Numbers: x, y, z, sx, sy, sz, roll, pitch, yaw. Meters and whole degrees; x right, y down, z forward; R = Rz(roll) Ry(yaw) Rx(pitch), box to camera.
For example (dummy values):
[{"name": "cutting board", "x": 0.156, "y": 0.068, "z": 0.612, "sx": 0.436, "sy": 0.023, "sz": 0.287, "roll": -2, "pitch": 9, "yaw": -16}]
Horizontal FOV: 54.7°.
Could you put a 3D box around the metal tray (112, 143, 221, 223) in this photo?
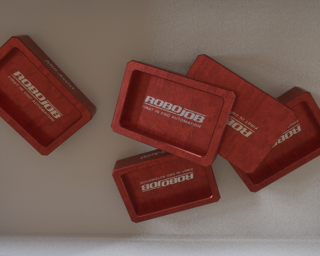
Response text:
[{"name": "metal tray", "x": 0.010, "y": 0.074, "z": 0.435, "sx": 0.131, "sy": 0.030, "sz": 0.090, "roll": -17, "pitch": 109, "yaw": 6}]

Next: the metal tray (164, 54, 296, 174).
[{"name": "metal tray", "x": 0.081, "y": -0.018, "z": 0.377, "sx": 0.130, "sy": 0.030, "sz": 0.090, "roll": 36, "pitch": 107, "yaw": 11}]

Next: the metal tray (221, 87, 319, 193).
[{"name": "metal tray", "x": 0.154, "y": 0.017, "z": 0.416, "sx": 0.130, "sy": 0.030, "sz": 0.090, "roll": -34, "pitch": 107, "yaw": 11}]

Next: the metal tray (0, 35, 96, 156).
[{"name": "metal tray", "x": -0.158, "y": -0.039, "z": 0.392, "sx": 0.090, "sy": 0.030, "sz": 0.130, "roll": -38, "pitch": 106, "yaw": 12}]

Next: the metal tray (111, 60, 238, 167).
[{"name": "metal tray", "x": 0.014, "y": -0.019, "z": 0.367, "sx": 0.130, "sy": 0.030, "sz": 0.089, "roll": 20, "pitch": 104, "yaw": 15}]
